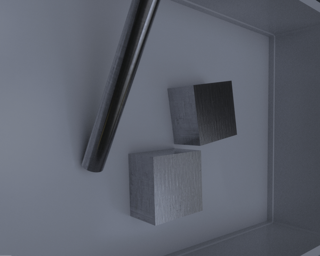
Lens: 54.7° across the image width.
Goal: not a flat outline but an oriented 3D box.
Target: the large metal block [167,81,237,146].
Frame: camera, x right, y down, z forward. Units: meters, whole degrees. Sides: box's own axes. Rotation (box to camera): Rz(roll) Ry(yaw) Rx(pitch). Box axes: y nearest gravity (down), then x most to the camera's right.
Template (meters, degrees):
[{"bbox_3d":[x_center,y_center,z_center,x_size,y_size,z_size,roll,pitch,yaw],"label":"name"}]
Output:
[{"bbox_3d":[0.062,-0.023,0.445,0.081,0.050,0.079,-13,98,-40],"label":"large metal block"}]

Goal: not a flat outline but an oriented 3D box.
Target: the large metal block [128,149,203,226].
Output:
[{"bbox_3d":[0.008,0.071,0.399,0.081,0.050,0.079,-3,92,-40],"label":"large metal block"}]

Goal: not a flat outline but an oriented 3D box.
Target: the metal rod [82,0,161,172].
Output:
[{"bbox_3d":[-0.024,-0.088,0.298,0.025,0.025,0.298,4,116,-40],"label":"metal rod"}]
